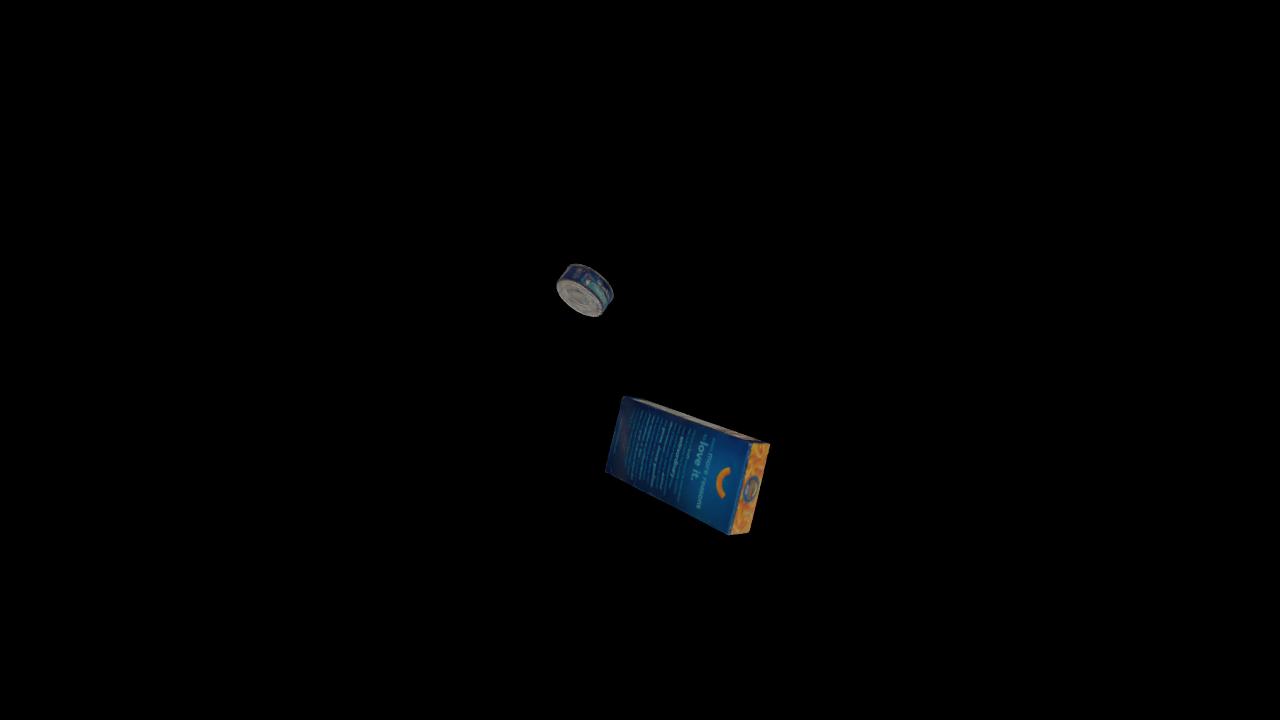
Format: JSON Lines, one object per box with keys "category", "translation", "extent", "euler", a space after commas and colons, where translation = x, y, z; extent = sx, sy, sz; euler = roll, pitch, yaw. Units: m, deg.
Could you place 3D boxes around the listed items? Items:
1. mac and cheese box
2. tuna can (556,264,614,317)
{"category": "mac and cheese box", "translation": [0.043, 0.104, 0.645], "extent": [0.041, 0.093, 0.184], "euler": [11, 4, -44]}
{"category": "tuna can", "translation": [-0.084, -0.103, 0.925], "extent": [0.084, 0.034, 0.084], "euler": [25, -27, 14]}
